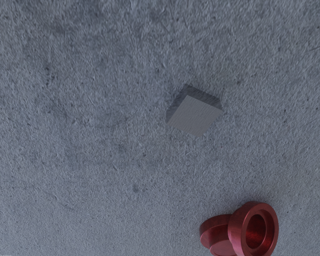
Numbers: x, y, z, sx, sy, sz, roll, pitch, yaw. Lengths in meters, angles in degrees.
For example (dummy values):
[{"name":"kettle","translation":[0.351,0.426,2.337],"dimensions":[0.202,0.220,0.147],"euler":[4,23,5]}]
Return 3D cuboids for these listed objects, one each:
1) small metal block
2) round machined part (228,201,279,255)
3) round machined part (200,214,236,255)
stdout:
[{"name":"small metal block","translation":[0.042,-0.021,0.390],"dimensions":[0.050,0.025,0.050],"euler":[22,127,-18]},{"name":"round machined part","translation":[0.152,0.171,0.521],"dimensions":[0.098,0.098,0.042],"euler":[39,158,-28]},{"name":"round machined part","translation":[0.124,0.205,0.573],"dimensions":[0.099,0.042,0.097],"euler":[-1,130,0]}]
